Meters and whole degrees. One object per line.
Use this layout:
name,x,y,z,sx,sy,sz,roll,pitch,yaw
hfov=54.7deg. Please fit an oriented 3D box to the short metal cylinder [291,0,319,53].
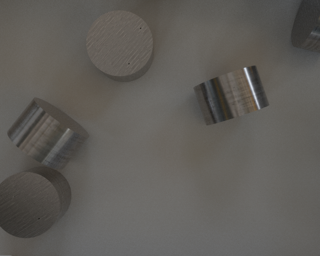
short metal cylinder,0.208,-0.135,0.387,0.050,0.080,0.080,14,90,0

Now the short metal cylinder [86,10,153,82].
short metal cylinder,-0.049,-0.102,0.398,0.081,0.050,0.079,0,90,-1

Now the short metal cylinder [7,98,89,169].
short metal cylinder,-0.136,0.007,0.382,0.080,0.080,0.050,38,90,-1

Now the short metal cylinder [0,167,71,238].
short metal cylinder,-0.161,0.092,0.397,0.081,0.050,0.079,0,90,-1

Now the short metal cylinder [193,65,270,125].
short metal cylinder,0.088,-0.039,0.385,0.080,0.080,0.050,-19,90,0
